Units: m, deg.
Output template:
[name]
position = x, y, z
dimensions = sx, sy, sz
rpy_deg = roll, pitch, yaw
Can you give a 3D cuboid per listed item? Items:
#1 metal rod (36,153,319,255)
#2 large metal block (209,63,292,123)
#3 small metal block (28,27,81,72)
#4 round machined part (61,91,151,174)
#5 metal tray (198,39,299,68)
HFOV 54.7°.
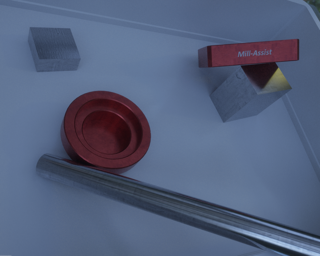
[metal rod]
position = 0.020, 0.072, 0.278
dimensions = 0.301, 0.025, 0.025
rpy_deg = 14, 49, 17
[large metal block]
position = 0.139, -0.055, 0.481
dimensions = 0.081, 0.080, 0.050
rpy_deg = -12, 68, -33
[small metal block]
position = -0.135, -0.100, 0.395
dimensions = 0.050, 0.025, 0.050
rpy_deg = -10, 67, -33
[round machined part]
position = -0.064, 0.009, 0.356
dimensions = 0.099, 0.042, 0.098
rpy_deg = 14, 56, -21
[metal tray]
position = 0.130, -0.113, 0.475
dimensions = 0.131, 0.090, 0.030
rpy_deg = -5, 101, -2
